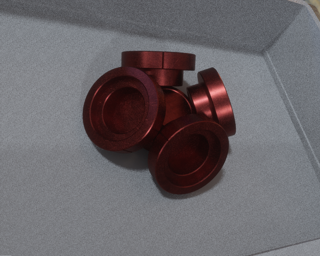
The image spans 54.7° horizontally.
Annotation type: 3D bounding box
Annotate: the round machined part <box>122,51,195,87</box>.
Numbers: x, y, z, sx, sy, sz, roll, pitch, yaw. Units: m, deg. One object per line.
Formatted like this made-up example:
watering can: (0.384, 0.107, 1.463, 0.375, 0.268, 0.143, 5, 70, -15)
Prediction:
round machined part: (-0.002, -0.078, 0.417, 0.099, 0.098, 0.042, -4, 102, -30)

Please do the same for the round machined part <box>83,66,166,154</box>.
round machined part: (-0.037, -0.018, 0.361, 0.042, 0.098, 0.098, 27, 40, -62)

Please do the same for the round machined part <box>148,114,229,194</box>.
round machined part: (0.030, 0.027, 0.369, 0.099, 0.097, 0.042, -1, 26, -29)

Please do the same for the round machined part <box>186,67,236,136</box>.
round machined part: (0.066, -0.030, 0.426, 0.042, 0.098, 0.098, -18, 67, 3)

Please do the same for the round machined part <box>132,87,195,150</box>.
round machined part: (0.007, -0.017, 0.408, 0.099, 0.042, 0.098, 14, 56, -21)
